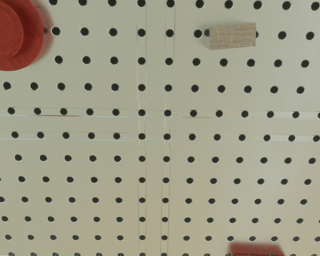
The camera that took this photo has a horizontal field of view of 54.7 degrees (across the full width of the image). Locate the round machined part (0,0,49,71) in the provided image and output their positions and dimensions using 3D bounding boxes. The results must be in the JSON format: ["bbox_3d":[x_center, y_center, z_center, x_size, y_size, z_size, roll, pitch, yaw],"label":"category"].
[{"bbox_3d":[-0.185,-0.115,0.360,0.099,0.042,0.097,0,110,-1],"label":"round machined part"}]

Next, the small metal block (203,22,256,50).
[{"bbox_3d":[0.079,-0.108,0.361,0.050,0.050,0.025,-5,110,1],"label":"small metal block"}]
